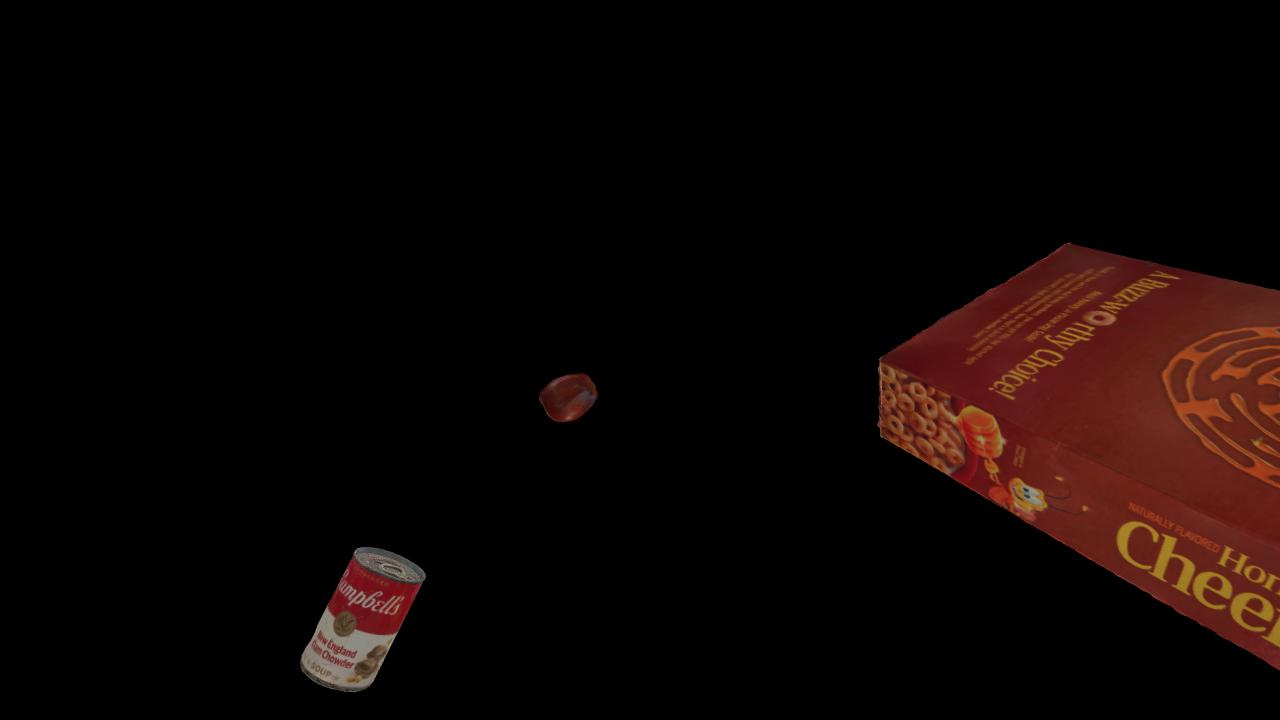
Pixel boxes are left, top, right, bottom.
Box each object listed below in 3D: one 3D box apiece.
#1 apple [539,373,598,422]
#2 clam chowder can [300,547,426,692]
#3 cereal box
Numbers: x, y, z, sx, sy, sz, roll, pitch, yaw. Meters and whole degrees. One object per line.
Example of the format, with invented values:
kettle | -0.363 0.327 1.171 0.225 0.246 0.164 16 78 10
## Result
apple | -0.116 0.061 0.995 0.093 0.079 0.079 -32 -6 10
clam chowder can | -0.247 0.230 0.551 0.068 0.102 0.068 24 -8 4
cereal box | 0.316 0.041 0.324 0.203 0.081 0.306 -28 35 -19
